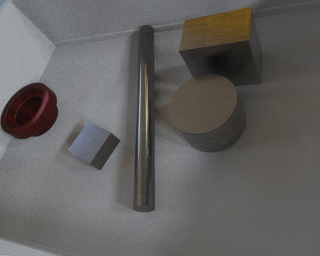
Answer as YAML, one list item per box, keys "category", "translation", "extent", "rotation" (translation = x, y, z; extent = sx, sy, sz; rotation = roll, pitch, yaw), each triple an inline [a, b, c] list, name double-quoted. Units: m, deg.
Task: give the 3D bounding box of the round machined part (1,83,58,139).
- category: "round machined part"
  translation: [-0.211, -0.024, 0.518]
  extent: [0.098, 0.042, 0.098]
  rotation: [-13, 56, 20]

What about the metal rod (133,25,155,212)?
- category: "metal rod"
  translation: [-0.020, -0.034, 0.435]
  extent: [0.025, 0.025, 0.299]
  rotation: [-14, 56, 20]

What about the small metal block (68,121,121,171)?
- category: "small metal block"
  translation: [-0.093, 0.024, 0.438]
  extent: [0.050, 0.025, 0.050]
  rotation: [23, 74, 36]

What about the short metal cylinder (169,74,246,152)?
- category: "short metal cylinder"
  translation: [0.057, -0.017, 0.370]
  extent: [0.080, 0.050, 0.080]
  rotation: [-13, 56, 20]

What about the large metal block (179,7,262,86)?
- category: "large metal block"
  translation: [0.079, -0.095, 0.386]
  extent: [0.080, 0.080, 0.050]
  rotation: [-2, 61, 27]
